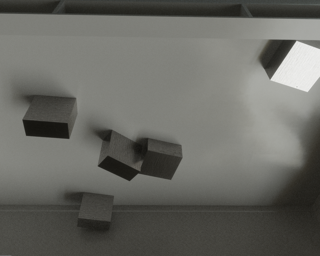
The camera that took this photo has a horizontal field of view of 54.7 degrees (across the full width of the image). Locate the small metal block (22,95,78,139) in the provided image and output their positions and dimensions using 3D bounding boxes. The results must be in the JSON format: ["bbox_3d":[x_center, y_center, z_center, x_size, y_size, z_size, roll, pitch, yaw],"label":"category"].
[{"bbox_3d":[-0.132,-0.014,0.379,0.050,0.050,0.025,4,130,-4],"label":"small metal block"}]

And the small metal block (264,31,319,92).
[{"bbox_3d":[0.156,-0.074,0.349,0.050,0.025,0.050,15,129,-13],"label":"small metal block"}]

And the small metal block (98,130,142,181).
[{"bbox_3d":[-0.053,0.037,0.424,0.050,0.050,0.025,30,124,-24],"label":"small metal block"}]

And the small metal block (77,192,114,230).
[{"bbox_3d":[-0.104,0.136,0.507,0.050,0.050,0.025,10,129,-9],"label":"small metal block"}]

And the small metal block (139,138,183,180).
[{"bbox_3d":[0.000,0.045,0.448,0.050,0.025,0.050,13,129,-12],"label":"small metal block"}]
